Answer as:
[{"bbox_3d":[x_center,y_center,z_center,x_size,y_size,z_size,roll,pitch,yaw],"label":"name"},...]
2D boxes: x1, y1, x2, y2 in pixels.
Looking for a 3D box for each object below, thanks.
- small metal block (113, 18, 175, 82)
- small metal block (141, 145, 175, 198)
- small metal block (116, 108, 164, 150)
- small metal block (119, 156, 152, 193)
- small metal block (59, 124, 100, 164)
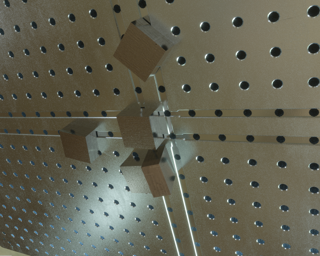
[{"bbox_3d":[-0.020,-0.091,0.366,0.050,0.025,0.050,40,129,1],"label":"small metal block"},{"bbox_3d":[-0.001,0.059,0.429,0.025,0.050,0.050,-13,113,17],"label":"small metal block"},{"bbox_3d":[-0.027,0.001,0.426,0.050,0.025,0.050,3,120,27],"label":"small metal block"},{"bbox_3d":[-0.026,0.071,0.470,0.050,0.025,0.050,-6,115,31],"label":"small metal block"},{"bbox_3d":[-0.128,0.025,0.495,0.050,0.025,0.050,11,123,22],"label":"small metal block"}]
